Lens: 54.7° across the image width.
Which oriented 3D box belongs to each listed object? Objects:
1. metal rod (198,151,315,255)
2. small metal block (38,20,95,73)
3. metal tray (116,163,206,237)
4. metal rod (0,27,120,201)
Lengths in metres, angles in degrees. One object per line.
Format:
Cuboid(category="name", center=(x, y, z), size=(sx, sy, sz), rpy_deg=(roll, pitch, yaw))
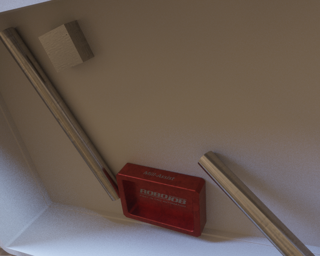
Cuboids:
Cuboid(category="metal rod", center=(0.148, 0.136, 0.333), size=(0.300, 0.025, 0.025), rpy_deg=(48, 134, 28))
Cuboid(category="small metal block", center=(-0.122, -0.106, 0.405), size=(0.050, 0.025, 0.050), rpy_deg=(-11, 113, 32))
Cuboid(category="metal tray", center=(0.002, 0.107, 0.469), size=(0.130, 0.030, 0.089), rpy_deg=(8, 122, 23))
Cuboid(category="metal rod", center=(-0.143, -0.012, 0.474), size=(0.025, 0.025, 0.299), rpy_deg=(-20, 108, 35))
